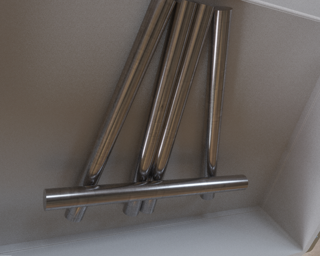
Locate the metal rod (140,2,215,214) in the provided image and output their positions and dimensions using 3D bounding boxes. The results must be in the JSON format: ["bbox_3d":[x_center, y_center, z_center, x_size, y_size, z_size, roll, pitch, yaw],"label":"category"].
[{"bbox_3d":[0.014,-0.008,0.410,0.025,0.025,0.298,1,118,-29],"label":"metal rod"}]

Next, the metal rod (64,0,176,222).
[{"bbox_3d":[-0.055,-0.010,0.371,0.025,0.025,0.298,13,112,-34],"label":"metal rod"}]

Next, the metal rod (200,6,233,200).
[{"bbox_3d":[0.076,-0.013,0.440,0.025,0.025,0.298,-15,125,-20],"label":"metal rod"}]

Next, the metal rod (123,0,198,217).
[{"bbox_3d":[-0.007,-0.008,0.398,0.025,0.025,0.298,1,118,-29],"label":"metal rod"}]

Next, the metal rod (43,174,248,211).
[{"bbox_3d":[0.001,0.085,0.426,0.303,0.025,0.025,1,118,-29],"label":"metal rod"}]
